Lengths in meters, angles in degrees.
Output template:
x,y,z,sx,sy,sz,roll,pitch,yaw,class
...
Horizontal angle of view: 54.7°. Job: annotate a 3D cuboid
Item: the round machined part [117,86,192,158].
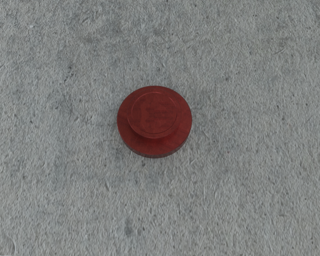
x,y,z,sx,sy,sz,roll,pitch,yaw,class
-0.007,-0.012,0.404,0.099,0.042,0.098,0,70,-1,round machined part
